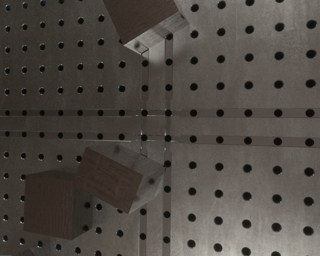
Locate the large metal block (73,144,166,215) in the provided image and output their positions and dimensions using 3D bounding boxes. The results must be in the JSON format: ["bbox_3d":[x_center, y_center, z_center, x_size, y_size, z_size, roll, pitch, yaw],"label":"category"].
[{"bbox_3d":[-0.049,0.060,0.400,0.080,0.080,0.050,23,98,18],"label":"large metal block"}]

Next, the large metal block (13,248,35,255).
[{"bbox_3d":[-0.234,0.238,0.464,0.080,0.080,0.050,-47,76,14],"label":"large metal block"}]

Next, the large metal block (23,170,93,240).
[{"bbox_3d":[-0.146,0.108,0.449,0.080,0.050,0.079,3,91,19],"label":"large metal block"}]

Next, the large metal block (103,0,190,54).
[{"bbox_3d":[-0.020,-0.157,0.405,0.080,0.050,0.080,-27,81,17],"label":"large metal block"}]
